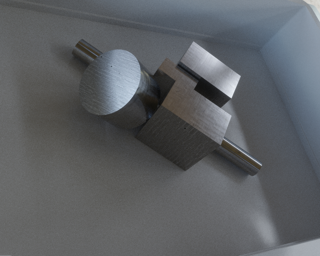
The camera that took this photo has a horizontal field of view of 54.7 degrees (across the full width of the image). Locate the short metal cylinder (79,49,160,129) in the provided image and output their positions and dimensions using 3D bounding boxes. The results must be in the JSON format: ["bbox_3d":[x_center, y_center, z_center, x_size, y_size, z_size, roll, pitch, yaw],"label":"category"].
[{"bbox_3d":[-0.047,-0.044,0.364,0.050,0.080,0.080,37,35,-59],"label":"short metal cylinder"}]

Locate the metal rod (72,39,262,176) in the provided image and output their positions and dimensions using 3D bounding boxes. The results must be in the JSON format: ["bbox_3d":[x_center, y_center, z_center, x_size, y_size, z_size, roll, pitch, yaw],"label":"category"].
[{"bbox_3d":[0.014,-0.025,0.429,0.301,0.025,0.025,34,51,-6],"label":"metal rod"}]

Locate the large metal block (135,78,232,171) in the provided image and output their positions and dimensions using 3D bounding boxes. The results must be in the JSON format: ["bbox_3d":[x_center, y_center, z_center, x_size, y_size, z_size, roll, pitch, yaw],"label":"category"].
[{"bbox_3d":[0.027,-0.001,0.386,0.080,0.080,0.050,34,51,-6],"label":"large metal block"}]

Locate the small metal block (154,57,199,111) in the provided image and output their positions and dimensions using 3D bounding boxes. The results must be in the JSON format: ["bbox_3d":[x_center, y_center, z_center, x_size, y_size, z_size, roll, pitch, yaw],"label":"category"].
[{"bbox_3d":[0.013,-0.054,0.400,0.050,0.050,0.025,35,51,-5],"label":"small metal block"}]

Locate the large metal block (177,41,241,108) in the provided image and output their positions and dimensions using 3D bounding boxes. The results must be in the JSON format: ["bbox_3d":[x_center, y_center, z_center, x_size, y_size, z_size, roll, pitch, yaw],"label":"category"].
[{"bbox_3d":[0.051,-0.058,0.435,0.080,0.080,0.050,35,51,-6],"label":"large metal block"}]
